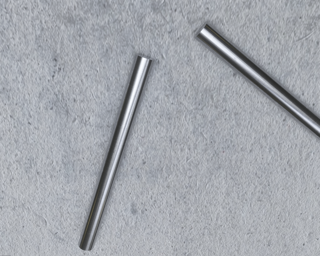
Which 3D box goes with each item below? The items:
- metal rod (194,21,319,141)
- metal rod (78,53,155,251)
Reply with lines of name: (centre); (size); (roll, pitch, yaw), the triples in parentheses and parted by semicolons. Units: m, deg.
metal rod: (0.168, -0.032, 0.400); (0.301, 0.025, 0.025); (36, 106, -13)
metal rod: (-0.065, 0.046, 0.425); (0.025, 0.025, 0.298); (17, 109, -7)
